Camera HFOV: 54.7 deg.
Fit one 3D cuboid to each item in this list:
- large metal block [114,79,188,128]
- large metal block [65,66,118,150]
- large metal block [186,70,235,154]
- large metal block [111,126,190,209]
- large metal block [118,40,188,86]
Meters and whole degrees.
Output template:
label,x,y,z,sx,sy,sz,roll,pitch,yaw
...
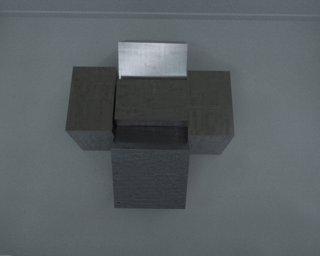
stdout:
label,x,y,z,sx,sy,sz,roll,pitch,yaw
large metal block,-0.009,-0.019,0.386,0.080,0.080,0.050,1,70,0
large metal block,-0.077,-0.021,0.386,0.050,0.080,0.080,1,70,0
large metal block,0.056,-0.016,0.385,0.050,0.080,0.080,1,70,0
large metal block,-0.011,0.045,0.355,0.081,0.079,0.050,1,28,-1
large metal block,-0.008,-0.087,0.404,0.080,0.080,0.050,2,108,0
